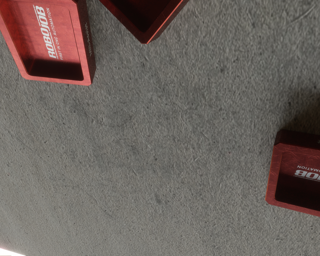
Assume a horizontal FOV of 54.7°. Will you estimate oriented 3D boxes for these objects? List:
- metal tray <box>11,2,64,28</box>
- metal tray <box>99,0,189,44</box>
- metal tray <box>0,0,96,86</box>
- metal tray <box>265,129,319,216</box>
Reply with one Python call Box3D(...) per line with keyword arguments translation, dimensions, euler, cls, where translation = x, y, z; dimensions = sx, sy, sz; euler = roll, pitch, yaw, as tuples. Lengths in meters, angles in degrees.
Box3D(translation=(-0.158, -0.161, 0.365), dimensions=(0.090, 0.030, 0.129), euler=(38, 144, 2), cls="metal tray")
Box3D(translation=(-0.030, -0.164, 0.317), dimensions=(0.130, 0.030, 0.090), euler=(45, 129, -4), cls="metal tray")
Box3D(translation=(-0.127, -0.105, 0.355), dimensions=(0.091, 0.030, 0.129), euler=(6, 148, -1), cls="metal tray")
Box3D(translation=(0.189, 0.057, 0.338), dimensions=(0.130, 0.030, 0.089), euler=(11, 123, 22), cls="metal tray")
